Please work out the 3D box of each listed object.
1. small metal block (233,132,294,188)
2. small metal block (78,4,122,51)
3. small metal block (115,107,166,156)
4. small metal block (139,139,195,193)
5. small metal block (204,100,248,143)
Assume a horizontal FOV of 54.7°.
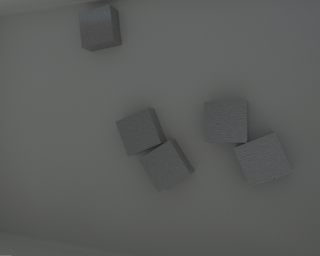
[{"bbox_3d":[0.122,0.037,0.367,0.050,0.025,0.050,-24,82,18],"label":"small metal block"},{"bbox_3d":[-0.085,-0.140,0.439,0.050,0.025,0.050,-7,88,19],"label":"small metal block"},{"bbox_3d":[-0.025,0.005,0.418,0.050,0.025,0.050,-23,83,18],"label":"small metal block"},{"bbox_3d":[0.009,0.049,0.407,0.050,0.025,0.050,-34,79,16],"label":"small metal block"},{"bbox_3d":[0.082,-0.008,0.381,0.050,0.025,0.050,0,90,19],"label":"small metal block"}]
